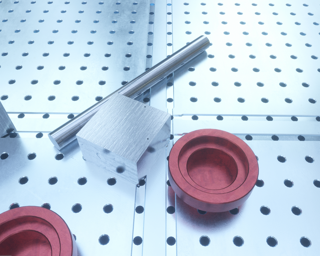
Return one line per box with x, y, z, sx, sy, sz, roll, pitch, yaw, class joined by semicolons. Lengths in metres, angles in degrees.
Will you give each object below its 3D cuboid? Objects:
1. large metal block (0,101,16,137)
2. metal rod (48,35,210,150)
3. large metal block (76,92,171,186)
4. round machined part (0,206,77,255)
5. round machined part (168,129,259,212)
-0.242;-0.018;0.385;0.080;0.080;0.050;-34;58;-25;large metal block
-0.029;-0.065;0.461;0.025;0.025;0.302;37;59;26;metal rod
-0.041;0.011;0.381;0.080;0.050;0.080;23;54;18;large metal block
-0.127;0.127;0.289;0.099;0.042;0.098;0;50;0;round machined part
0.058;0.051;0.354;0.099;0.042;0.098;0;50;0;round machined part
